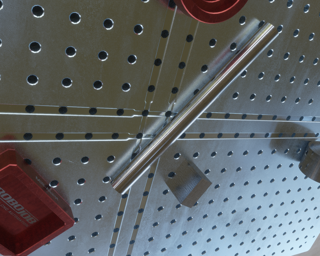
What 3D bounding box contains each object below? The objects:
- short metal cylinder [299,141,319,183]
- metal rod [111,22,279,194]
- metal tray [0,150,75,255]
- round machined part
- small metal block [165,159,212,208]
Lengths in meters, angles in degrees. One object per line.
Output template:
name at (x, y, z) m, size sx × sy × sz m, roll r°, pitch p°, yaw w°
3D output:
short metal cylinder at (0.317, 0.067, 0.594) m, size 0.081 × 0.080 × 0.050 m, roll -3°, pitch 120°, yaw -28°
metal rod at (0.045, -0.024, 0.422) m, size 0.300 × 0.025 × 0.025 m, roll -46°, pitch 130°, yaw 4°
metal tray at (-0.176, 0.098, 0.372) m, size 0.090 × 0.030 × 0.130 m, roll -32°, pitch 129°, yaw -8°
round machined part at (0.052, -0.165, 0.328) m, size 0.099 × 0.042 × 0.097 m, roll -14°, pitch 124°, yaw -21°
small metal block at (0.043, 0.084, 0.473) m, size 0.025 × 0.050 × 0.050 m, roll 31°, pitch 101°, yaw -38°
